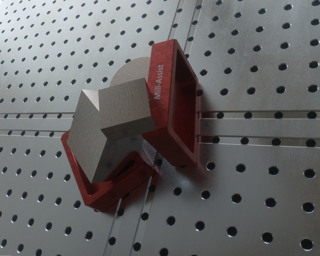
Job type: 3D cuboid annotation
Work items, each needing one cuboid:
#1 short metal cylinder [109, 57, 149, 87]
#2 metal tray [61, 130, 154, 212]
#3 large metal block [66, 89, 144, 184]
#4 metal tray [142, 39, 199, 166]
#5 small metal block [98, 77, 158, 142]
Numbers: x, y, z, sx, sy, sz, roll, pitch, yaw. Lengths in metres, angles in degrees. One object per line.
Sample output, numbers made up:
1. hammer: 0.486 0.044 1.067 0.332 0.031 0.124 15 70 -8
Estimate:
1. short metal cylinder: -0.023 -0.052 0.435 0.080 0.050 0.080 -13 56 20
2. metal tray: -0.076 0.034 0.420 0.090 0.030 0.130 -37 51 3
3. large metal block: -0.068 0.009 0.381 0.080 0.050 0.079 46 124 38
4. metal tray: 0.017 -0.030 0.374 0.030 0.090 0.130 -9 58 23
5. small metal block: -0.033 -0.019 0.315 0.050 0.025 0.050 -15 55 6
